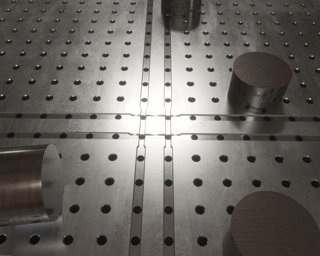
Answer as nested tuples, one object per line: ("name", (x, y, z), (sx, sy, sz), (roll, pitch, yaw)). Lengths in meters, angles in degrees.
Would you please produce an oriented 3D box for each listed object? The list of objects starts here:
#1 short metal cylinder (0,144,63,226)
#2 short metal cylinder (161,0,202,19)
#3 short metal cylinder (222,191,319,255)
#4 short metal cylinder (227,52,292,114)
("short metal cylinder", (-0.136, 0.058, 0.321), (0.050, 0.080, 0.080), (-5, 50, -4))
("short metal cylinder", (0.042, -0.258, 0.609), (0.081, 0.050, 0.080), (0, 50, 0))
("short metal cylinder", (0.105, 0.109, 0.301), (0.081, 0.050, 0.080), (0, 50, 0))
("short metal cylinder", (0.142, -0.066, 0.449), (0.081, 0.050, 0.080), (0, 50, 0))
